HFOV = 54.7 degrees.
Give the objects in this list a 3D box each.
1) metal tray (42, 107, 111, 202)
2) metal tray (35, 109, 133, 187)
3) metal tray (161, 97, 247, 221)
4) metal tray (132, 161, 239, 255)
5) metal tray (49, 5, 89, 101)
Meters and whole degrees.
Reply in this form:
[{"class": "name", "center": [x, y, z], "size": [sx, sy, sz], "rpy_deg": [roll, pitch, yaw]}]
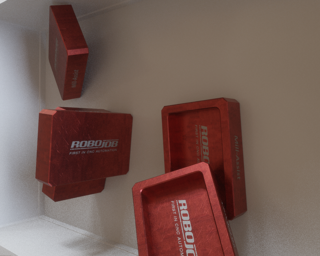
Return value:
[{"class": "metal tray", "center": [-0.117, 0.037, 0.458], "size": [0.030, 0.091, 0.129], "rpy_deg": [19, 102, 38]}, {"class": "metal tray", "center": [-0.096, 0.023, 0.415], "size": [0.030, 0.131, 0.089], "rpy_deg": [8, 95, 39]}, {"class": "metal tray", "center": [0.049, 0.035, 0.361], "size": [0.090, 0.030, 0.129], "rpy_deg": [-6, 87, 39]}, {"class": "metal tray", "center": [0.024, 0.106, 0.310], "size": [0.090, 0.030, 0.130], "rpy_deg": [-19, 51, 11]}, {"class": "metal tray", "center": [-0.147, -0.114, 0.486], "size": [0.090, 0.030, 0.129], "rpy_deg": [66, 152, 18]}]
